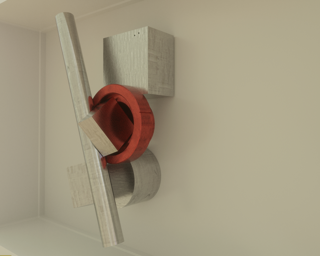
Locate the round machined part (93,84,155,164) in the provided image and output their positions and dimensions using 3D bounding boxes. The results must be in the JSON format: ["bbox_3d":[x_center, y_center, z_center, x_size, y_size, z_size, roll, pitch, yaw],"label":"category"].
[{"bbox_3d":[-0.045,-0.005,0.391,0.098,0.042,0.097,0,90,39],"label":"round machined part"}]

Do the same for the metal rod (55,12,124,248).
[{"bbox_3d":[-0.091,-0.008,0.387,0.025,0.025,0.299,-24,75,37],"label":"metal rod"}]

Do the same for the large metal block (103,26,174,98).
[{"bbox_3d":[-0.029,-0.080,0.409,0.080,0.050,0.079,0,90,39],"label":"large metal block"}]

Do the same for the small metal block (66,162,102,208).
[{"bbox_3d":[-0.093,0.073,0.395,0.025,0.050,0.050,-15,78,5],"label":"small metal block"}]

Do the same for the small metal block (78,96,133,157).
[{"bbox_3d":[-0.063,-0.002,0.375,0.025,0.050,0.050,-22,111,34],"label":"small metal block"}]

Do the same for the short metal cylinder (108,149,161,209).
[{"bbox_3d":[-0.046,0.066,0.425,0.080,0.050,0.079,0,90,39],"label":"short metal cylinder"}]
